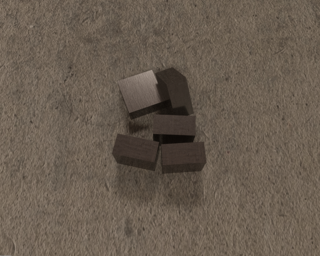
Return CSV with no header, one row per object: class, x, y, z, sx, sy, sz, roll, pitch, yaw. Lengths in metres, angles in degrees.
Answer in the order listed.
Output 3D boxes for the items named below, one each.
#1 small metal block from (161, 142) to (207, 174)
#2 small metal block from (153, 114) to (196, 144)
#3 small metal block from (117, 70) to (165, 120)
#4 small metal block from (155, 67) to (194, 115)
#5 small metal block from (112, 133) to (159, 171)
small metal block,0.027,0.038,0.382,0.050,0.050,0.025,-4,70,-2
small metal block,0.017,0.005,0.393,0.050,0.050,0.025,2,70,0
small metal block,-0.025,-0.045,0.424,0.050,0.025,0.050,-20,71,-7
small metal block,0.018,-0.045,0.401,0.025,0.050,0.050,-21,29,-8
small metal block,-0.028,0.031,0.383,0.050,0.050,0.025,12,71,4
